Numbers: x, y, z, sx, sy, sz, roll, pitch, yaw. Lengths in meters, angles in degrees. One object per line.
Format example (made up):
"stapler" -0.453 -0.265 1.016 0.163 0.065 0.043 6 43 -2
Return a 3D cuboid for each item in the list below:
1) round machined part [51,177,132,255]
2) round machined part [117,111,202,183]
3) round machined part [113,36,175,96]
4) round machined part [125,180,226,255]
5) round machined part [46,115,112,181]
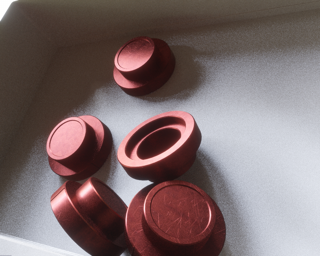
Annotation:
"round machined part" -0.067 0.092 0.338 0.042 0.098 0.098 -45 51 -2
"round machined part" 0.003 0.026 0.363 0.098 0.042 0.098 -22 29 13
"round machined part" -0.030 -0.101 0.472 0.098 0.042 0.098 -13 56 21
"round machined part" 0.016 0.090 0.300 0.099 0.042 0.098 6 44 -6
"round machined part" -0.122 0.023 0.445 0.098 0.042 0.098 -13 56 21
